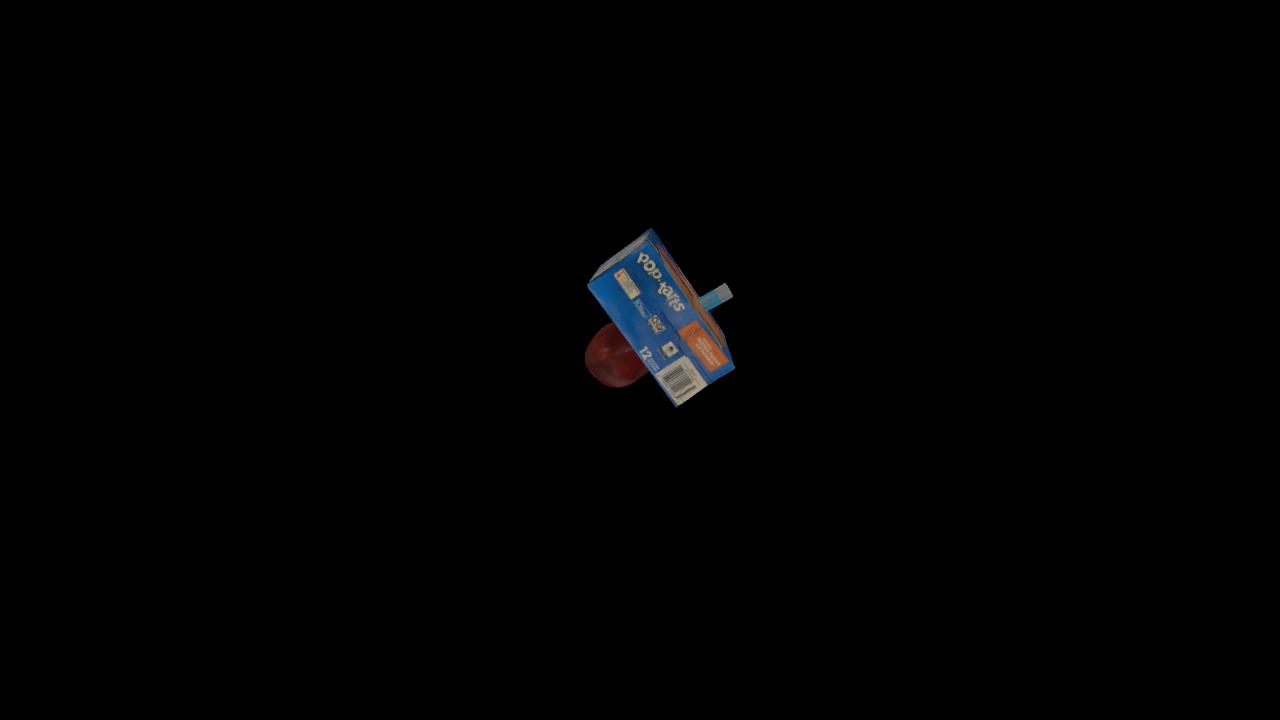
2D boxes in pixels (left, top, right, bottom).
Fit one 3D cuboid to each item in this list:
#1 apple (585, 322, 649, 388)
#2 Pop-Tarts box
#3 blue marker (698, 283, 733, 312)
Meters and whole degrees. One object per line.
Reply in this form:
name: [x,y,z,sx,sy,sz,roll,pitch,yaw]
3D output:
apple: [-0.021,-0.009,0.715,0.093,0.079,0.079,-21,-14,40]
Pop-Tarts box: [0.027,-0.055,0.708,0.083,0.167,0.141,-33,13,12]
blue marker: [0.050,-0.051,0.708,0.121,0.020,0.020,-30,-4,6]
